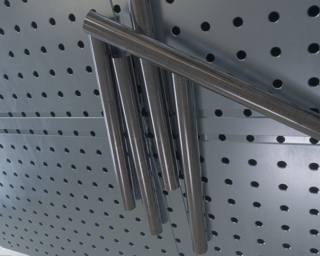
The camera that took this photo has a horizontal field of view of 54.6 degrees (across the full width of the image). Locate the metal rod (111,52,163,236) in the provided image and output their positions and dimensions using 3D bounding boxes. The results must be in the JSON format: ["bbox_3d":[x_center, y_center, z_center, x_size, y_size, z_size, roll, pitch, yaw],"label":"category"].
[{"bbox_3d":[-0.028,0.041,0.451,0.025,0.025,0.298,6,121,25],"label":"metal rod"}]

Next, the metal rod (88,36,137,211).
[{"bbox_3d":[-0.064,0.000,0.445,0.025,0.025,0.298,9,122,24],"label":"metal rod"}]

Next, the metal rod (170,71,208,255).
[{"bbox_3d":[0.044,0.062,0.426,0.025,0.025,0.298,6,121,25],"label":"metal rod"}]

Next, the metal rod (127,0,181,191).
[{"bbox_3d":[-0.006,-0.047,0.385,0.025,0.025,0.298,4,121,26],"label":"metal rod"}]

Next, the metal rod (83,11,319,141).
[{"bbox_3d":[0.058,-0.052,0.328,0.301,0.025,0.025,25,128,4],"label":"metal rod"}]
